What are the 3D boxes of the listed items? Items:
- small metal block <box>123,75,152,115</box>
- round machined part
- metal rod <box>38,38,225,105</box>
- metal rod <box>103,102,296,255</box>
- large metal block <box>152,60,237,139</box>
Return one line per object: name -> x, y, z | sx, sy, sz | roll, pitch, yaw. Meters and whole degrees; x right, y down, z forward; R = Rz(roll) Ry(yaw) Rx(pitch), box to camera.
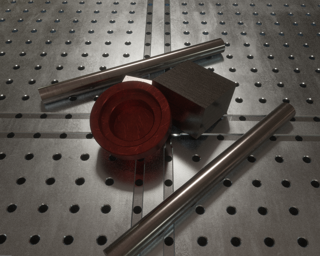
small metal block -> -0.033, -0.046, 0.446 | 0.050, 0.025, 0.050 | 13, 51, 10
round machined part -> -0.034, -0.007, 0.389 | 0.099, 0.042, 0.098 | -2, 69, 6
metal rod -> -0.033, -0.093, 0.485 | 0.302, 0.025, 0.025 | -19, 53, -16
metal rod -> 0.065, 0.052, 0.364 | 0.302, 0.025, 0.025 | -34, 58, -26
large metal block -> 0.043, -0.042, 0.418 | 0.080, 0.050, 0.081 | 32, 46, 23
